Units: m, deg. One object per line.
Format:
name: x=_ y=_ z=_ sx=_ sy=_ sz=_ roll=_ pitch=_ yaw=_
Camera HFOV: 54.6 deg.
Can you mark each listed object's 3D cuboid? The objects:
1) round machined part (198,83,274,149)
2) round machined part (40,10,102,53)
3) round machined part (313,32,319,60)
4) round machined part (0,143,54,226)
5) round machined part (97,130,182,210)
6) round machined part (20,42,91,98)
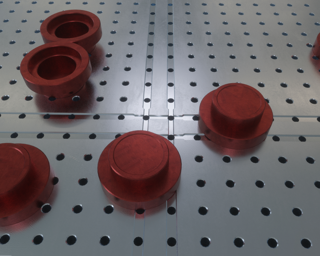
round machined part: x=0.102 y=-0.023 z=0.417 sx=0.099 sy=0.042 sz=0.098 roll=0 pitch=50 yaw=0
round machined part: x=-0.148 y=-0.157 z=0.528 sx=0.099 sy=0.042 sz=0.098 roll=0 pitch=50 yaw=0
round machined part: x=0.314 y=-0.142 z=0.517 sx=0.099 sy=0.042 sz=0.098 roll=0 pitch=50 yaw=0
round machined part: x=-0.175 y=0.056 z=0.349 sx=0.099 sy=0.042 sz=0.098 roll=0 pitch=50 yaw=0
round machined part: x=-0.024 y=0.041 z=0.362 sx=0.099 sy=0.042 sz=0.098 roll=0 pitch=50 yaw=0
round machined part: x=-0.152 y=-0.083 z=0.465 sx=0.099 sy=0.042 sz=0.098 roll=0 pitch=52 yaw=0
